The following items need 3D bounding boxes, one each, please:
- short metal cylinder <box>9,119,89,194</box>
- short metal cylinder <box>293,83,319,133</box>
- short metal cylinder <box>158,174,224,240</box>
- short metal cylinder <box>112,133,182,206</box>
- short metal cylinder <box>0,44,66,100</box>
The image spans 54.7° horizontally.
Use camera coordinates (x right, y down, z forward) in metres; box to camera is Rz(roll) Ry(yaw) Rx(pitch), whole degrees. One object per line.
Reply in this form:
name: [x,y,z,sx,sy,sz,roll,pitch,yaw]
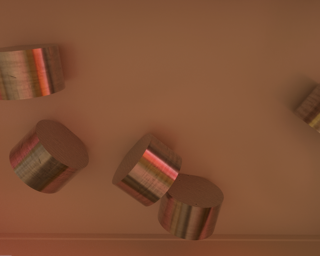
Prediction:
short metal cylinder: [-0.139,0.035,0.393,0.050,0.080,0.080,-42,105,14]
short metal cylinder: [0.214,-0.013,0.380,0.080,0.080,0.050,33,107,-12]
short metal cylinder: [0.041,0.105,0.421,0.081,0.080,0.050,10,110,-4]
short metal cylinder: [-0.017,0.053,0.402,0.050,0.080,0.080,39,105,-13]
short metal cylinder: [-0.154,-0.067,0.355,0.081,0.080,0.050,-4,110,1]
